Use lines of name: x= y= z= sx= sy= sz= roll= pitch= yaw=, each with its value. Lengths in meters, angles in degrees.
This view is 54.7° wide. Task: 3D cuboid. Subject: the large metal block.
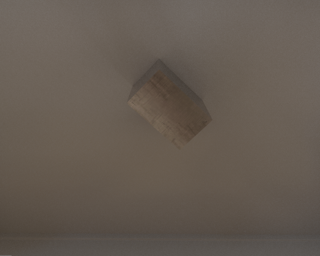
large metal block: x=0.011 y=-0.032 z=0.371 sx=0.080 sy=0.080 sz=0.050 roll=42 pitch=105 yaw=-14
